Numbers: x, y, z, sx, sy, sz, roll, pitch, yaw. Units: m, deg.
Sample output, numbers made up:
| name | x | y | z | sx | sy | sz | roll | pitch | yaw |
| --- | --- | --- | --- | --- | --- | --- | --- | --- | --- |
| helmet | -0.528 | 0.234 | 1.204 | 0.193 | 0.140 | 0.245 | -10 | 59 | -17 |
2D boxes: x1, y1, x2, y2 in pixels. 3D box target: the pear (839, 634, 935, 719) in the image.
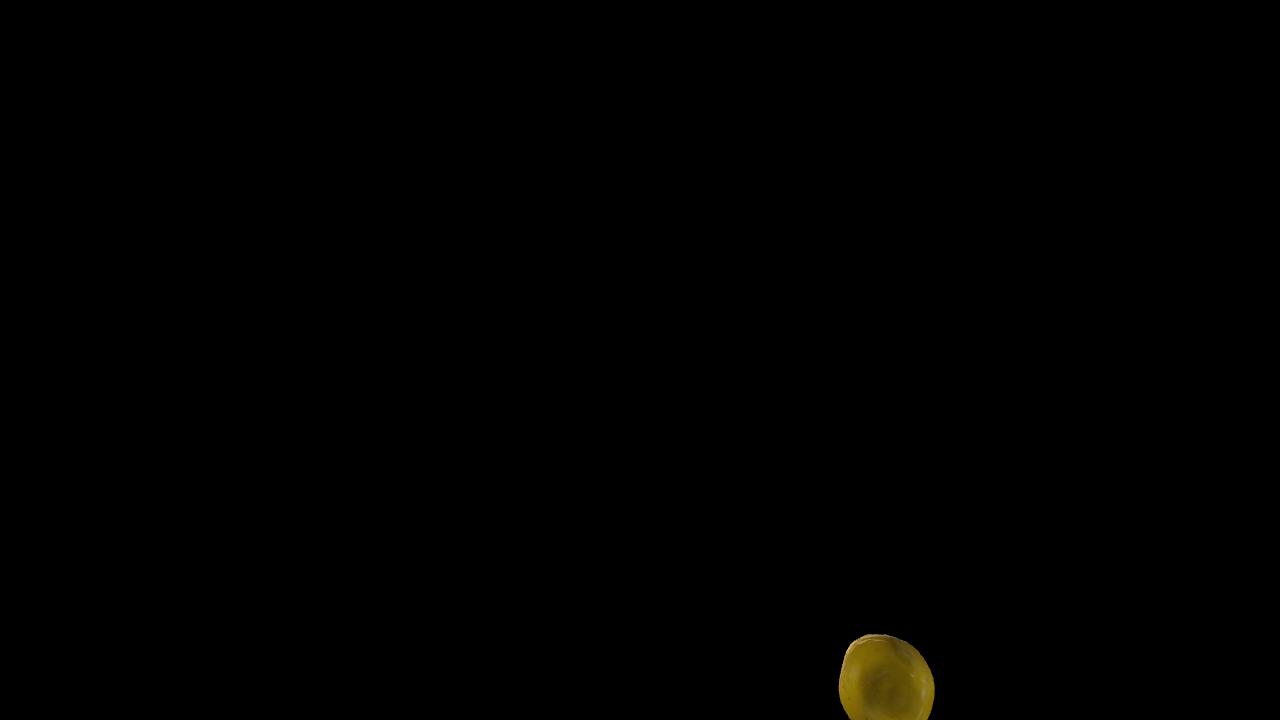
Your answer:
| name | x | y | z | sx | sy | sz | roll | pitch | yaw |
| --- | --- | --- | --- | --- | --- | --- | --- | --- | --- |
| pear | 0.208 | 0.277 | 0.533 | 0.080 | 0.080 | 0.111 | 0 | -13 | 10 |
